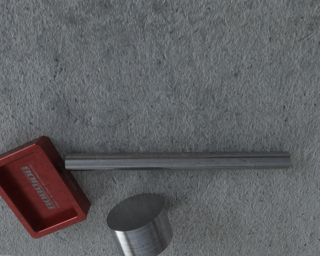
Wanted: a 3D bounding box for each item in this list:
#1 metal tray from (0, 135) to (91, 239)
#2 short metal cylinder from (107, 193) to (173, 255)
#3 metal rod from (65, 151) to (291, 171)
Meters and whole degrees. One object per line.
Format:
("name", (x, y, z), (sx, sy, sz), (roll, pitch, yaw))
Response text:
("metal tray", (-0.169, 0.086, 0.436), (0.090, 0.030, 0.129), (-23, 109, 8))
("short metal cylinder", (-0.027, 0.135, 0.430), (0.080, 0.080, 0.050), (-15, 110, 5))
("metal rod", (0.024, 0.046, 0.426), (0.302, 0.025, 0.025), (0, 110, 0))
